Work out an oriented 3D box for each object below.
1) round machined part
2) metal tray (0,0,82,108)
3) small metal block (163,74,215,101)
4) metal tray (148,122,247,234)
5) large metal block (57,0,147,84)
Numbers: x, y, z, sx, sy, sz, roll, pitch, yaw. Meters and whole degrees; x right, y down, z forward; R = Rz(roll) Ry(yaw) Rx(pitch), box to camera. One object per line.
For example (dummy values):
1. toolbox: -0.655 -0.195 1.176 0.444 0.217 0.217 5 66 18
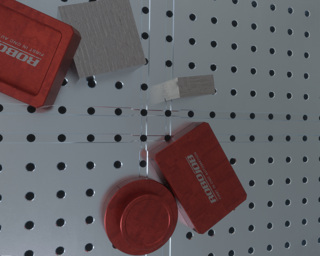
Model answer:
1. round machined part: -0.022 0.115 0.396 0.099 0.042 0.097 0 90 -20
2. metal tray: -0.161 -0.086 0.321 0.131 0.030 0.090 24 95 -2
3. small metal block: 0.038 -0.053 0.413 0.050 0.050 0.025 -8 93 -20
4. metal tray: 0.054 0.067 0.430 0.090 0.030 0.130 -33 101 -17
5. large metal block: -0.071 -0.104 0.373 0.081 0.050 0.080 -17 96 -19
